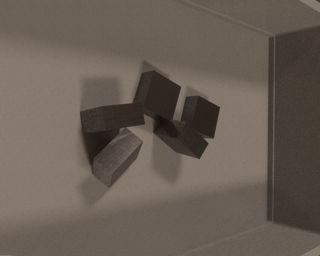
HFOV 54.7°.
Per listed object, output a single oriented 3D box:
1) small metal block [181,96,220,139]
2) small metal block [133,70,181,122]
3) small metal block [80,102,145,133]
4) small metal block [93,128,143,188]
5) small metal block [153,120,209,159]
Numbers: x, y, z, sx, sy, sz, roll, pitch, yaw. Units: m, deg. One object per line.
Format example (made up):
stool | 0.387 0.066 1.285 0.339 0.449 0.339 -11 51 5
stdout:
small metal block | 0.059 -0.015 0.459 0.050 0.025 0.050 22 76 -38
small metal block | -0.004 -0.040 0.405 0.050 0.025 0.050 25 74 -37
small metal block | -0.053 -0.011 0.346 0.050 0.050 0.025 -10 92 -40
small metal block | -0.048 0.034 0.349 0.025 0.050 0.050 38 60 8
small metal block | 0.028 0.014 0.414 0.050 0.050 0.025 42 72 -33
